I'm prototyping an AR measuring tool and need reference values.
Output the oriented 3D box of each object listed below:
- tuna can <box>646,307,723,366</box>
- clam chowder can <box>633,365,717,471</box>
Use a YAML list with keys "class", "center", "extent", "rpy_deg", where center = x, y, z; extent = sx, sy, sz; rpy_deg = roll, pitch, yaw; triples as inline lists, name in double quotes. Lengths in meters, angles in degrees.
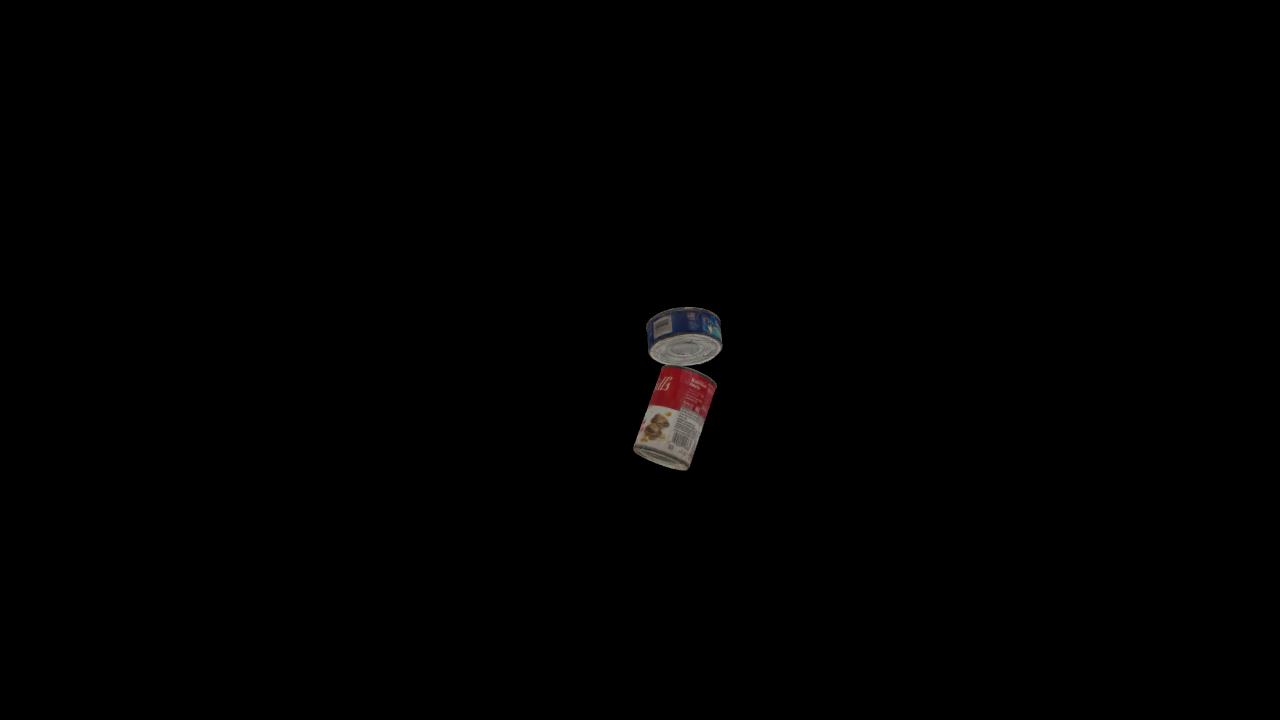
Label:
- class: "tuna can"
  center: [0.049, -0.024, 0.685]
  extent: [0.084, 0.034, 0.084]
  rpy_deg: [-2, -26, -1]
- class: "clam chowder can"
  center: [0.040, 0.065, 0.691]
  extent: [0.068, 0.102, 0.068]
  rpy_deg: [18, -17, 6]
